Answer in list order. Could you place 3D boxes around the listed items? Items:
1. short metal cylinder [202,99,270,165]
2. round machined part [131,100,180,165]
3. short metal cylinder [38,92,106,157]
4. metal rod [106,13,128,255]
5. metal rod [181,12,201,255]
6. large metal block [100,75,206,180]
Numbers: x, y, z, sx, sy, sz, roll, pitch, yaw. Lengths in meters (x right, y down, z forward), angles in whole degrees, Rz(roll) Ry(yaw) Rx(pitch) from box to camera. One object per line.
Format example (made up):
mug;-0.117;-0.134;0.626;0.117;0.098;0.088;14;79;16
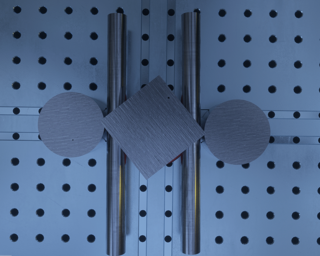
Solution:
short metal cylinder;0.094;0.005;0.401;0.081;0.050;0.080;0;90;0
round machined part;-0.008;0.003;0.405;0.099;0.042;0.097;0;90;0
short metal cylinder;-0.108;-0.004;0.400;0.081;0.050;0.080;0;90;0
metal rod;-0.055;0.008;0.392;0.025;0.025;0.298;0;90;0
metal rod;0.039;0.007;0.392;0.025;0.025;0.298;0;90;0
large metal block;-0.008;-0.001;0.353;0.080;0.050;0.080;-38;90;0
